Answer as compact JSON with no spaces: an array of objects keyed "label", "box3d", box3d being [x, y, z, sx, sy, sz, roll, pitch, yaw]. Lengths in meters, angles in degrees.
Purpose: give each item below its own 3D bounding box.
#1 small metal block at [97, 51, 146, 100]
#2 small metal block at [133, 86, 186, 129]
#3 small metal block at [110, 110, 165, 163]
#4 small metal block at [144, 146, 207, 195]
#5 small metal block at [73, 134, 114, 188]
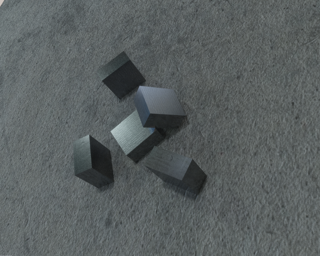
[{"label":"small metal block","box3d":[-0.058,-0.078,0.466,0.050,0.050,0.025,-36,51,4]},{"label":"small metal block","box3d":[-0.001,-0.027,0.402,0.025,0.050,0.050,-61,38,40]},{"label":"small metal block","box3d":[-0.030,0.009,0.414,0.050,0.025,0.050,-40,51,1]},{"label":"small metal block","box3d":[0.018,0.048,0.349,0.050,0.050,0.025,17,71,34]},{"label":"small metal block","box3d":[-0.087,0.045,0.406,0.025,0.050,0.050,-24,53,13]}]
